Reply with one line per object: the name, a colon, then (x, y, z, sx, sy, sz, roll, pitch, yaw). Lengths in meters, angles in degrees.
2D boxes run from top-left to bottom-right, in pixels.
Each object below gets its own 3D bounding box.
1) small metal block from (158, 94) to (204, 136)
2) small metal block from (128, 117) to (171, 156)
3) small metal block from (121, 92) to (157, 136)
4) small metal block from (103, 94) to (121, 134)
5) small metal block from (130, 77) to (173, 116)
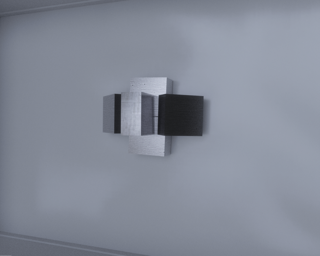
small metal block: (0.025, -0.016, 0.387, 0.050, 0.025, 0.050, 1, 91, -20)
small metal block: (-0.013, 0.010, 0.413, 0.050, 0.025, 0.050, 3, 91, 20)
small metal block: (-0.025, -0.016, 0.377, 0.025, 0.050, 0.050, 1, 90, 19)
small metal block: (-0.057, -0.018, 0.414, 0.050, 0.025, 0.050, 2, 91, 63)
small metal block: (-0.012, -0.040, 0.412, 0.050, 0.025, 0.050, 3, 91, 19)
